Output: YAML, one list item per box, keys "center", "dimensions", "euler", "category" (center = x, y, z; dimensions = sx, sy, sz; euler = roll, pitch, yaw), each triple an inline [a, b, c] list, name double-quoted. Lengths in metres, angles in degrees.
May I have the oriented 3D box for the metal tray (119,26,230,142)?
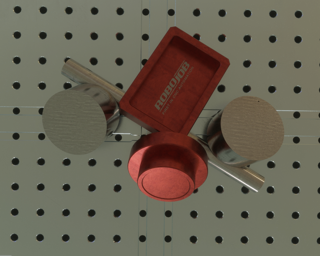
- center: [0.019, -0.054, 0.396]
  dimensions: [0.090, 0.030, 0.130]
  euler: [32, 77, 0]
  category: "metal tray"

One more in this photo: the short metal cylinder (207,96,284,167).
- center: [0.105, 0.006, 0.390]
  dimensions: [0.081, 0.050, 0.080]
  euler: [3, 73, -10]
  category: "short metal cylinder"

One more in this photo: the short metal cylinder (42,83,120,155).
- center: [-0.097, -0.013, 0.388]
  dimensions: [0.080, 0.050, 0.079]
  euler: [3, 107, 9]
  category: "short metal cylinder"

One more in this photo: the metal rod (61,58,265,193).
- center: [0.004, -0.003, 0.413]
  dimensions: [0.301, 0.025, 0.025]
  euler: [32, 90, 0]
  category: "metal rod"

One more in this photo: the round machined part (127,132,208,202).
- center: [0.009, 0.054, 0.378]
  dimensions: [0.099, 0.042, 0.097]
  euler: [4, 133, 4]
  category: "round machined part"
